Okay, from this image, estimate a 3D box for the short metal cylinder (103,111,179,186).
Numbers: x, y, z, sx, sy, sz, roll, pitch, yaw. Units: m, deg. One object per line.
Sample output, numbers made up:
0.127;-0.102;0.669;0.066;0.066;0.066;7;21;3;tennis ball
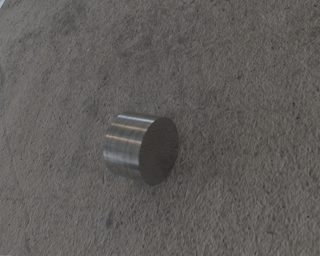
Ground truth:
-0.020;0.023;0.366;0.050;0.080;0.080;10;67;33;short metal cylinder
